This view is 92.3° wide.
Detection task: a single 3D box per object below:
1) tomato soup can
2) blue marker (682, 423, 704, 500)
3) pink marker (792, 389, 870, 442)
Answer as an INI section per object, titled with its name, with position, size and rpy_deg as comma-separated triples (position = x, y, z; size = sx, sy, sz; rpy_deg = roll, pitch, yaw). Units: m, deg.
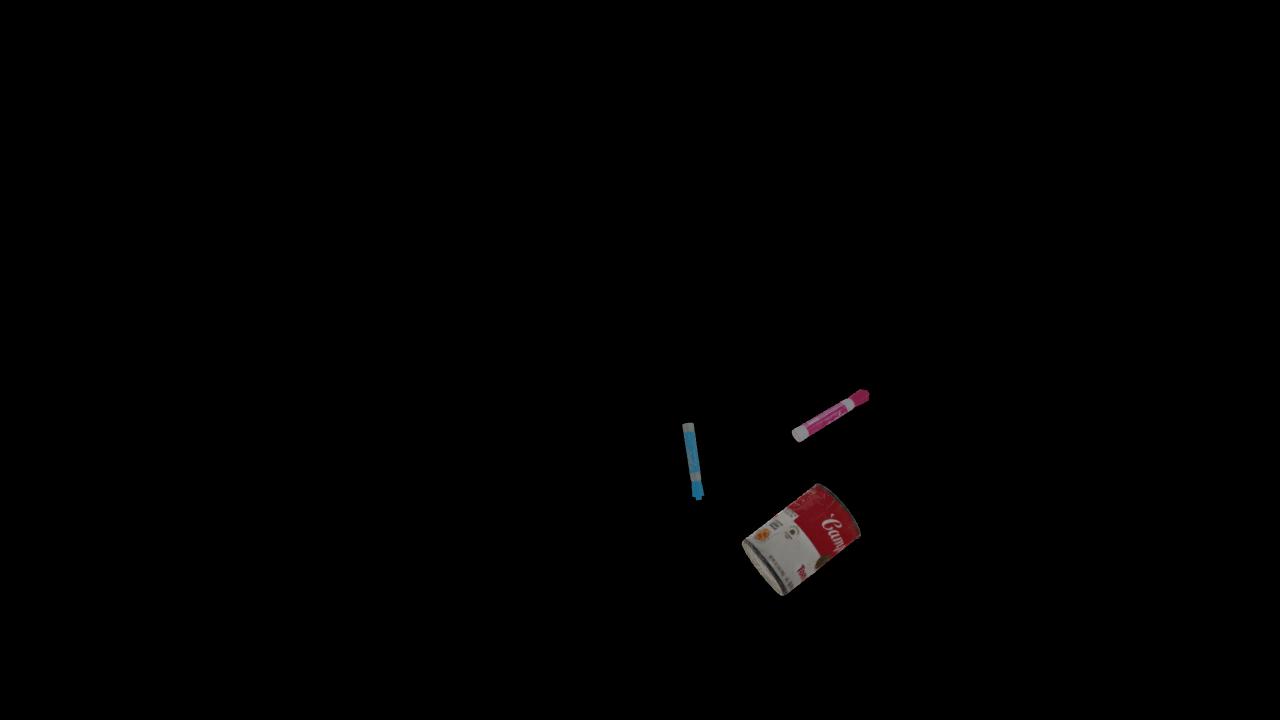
[tomato soup can]
position = 0.163, 0.183, 0.628
size = 0.101, 0.068, 0.068
rpy_deg = -34, 6, -9
[blue marker]
position = 0.084, 0.160, 0.972
size = 0.020, 0.121, 0.020
rpy_deg = -7, -16, -2
[pink marker]
position = 0.258, 0.073, 0.824
size = 0.121, 0.020, 0.020
rpy_deg = -29, 6, -12
